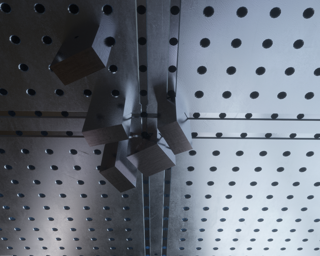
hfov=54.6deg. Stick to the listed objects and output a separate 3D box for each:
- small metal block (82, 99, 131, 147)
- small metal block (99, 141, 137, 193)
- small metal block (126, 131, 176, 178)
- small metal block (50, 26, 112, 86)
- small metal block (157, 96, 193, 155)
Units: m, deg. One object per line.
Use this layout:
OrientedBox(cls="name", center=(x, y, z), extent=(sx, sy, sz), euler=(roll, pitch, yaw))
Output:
OrientedBox(cls="small metal block", center=(-0.065, -0.007, 0.389), extent=(0.050, 0.050, 0.025), euler=(-11, 129, 9))
OrientedBox(cls="small metal block", center=(-0.057, 0.055, 0.441), extent=(0.025, 0.050, 0.050), euler=(-24, 126, 19))
OrientedBox(cls="small metal block", center=(-0.012, 0.039, 0.444), extent=(0.050, 0.025, 0.050), euler=(-25, 126, 20))
OrientedBox(cls="small metal block", center=(-0.082, -0.077, 0.329), extent=(0.050, 0.050, 0.025), euler=(-20, 127, 16))
OrientedBox(cls="small metal block", center=(0.019, -0.003, 0.392), extent=(0.025, 0.050, 0.050), euler=(-20, 127, 16))
